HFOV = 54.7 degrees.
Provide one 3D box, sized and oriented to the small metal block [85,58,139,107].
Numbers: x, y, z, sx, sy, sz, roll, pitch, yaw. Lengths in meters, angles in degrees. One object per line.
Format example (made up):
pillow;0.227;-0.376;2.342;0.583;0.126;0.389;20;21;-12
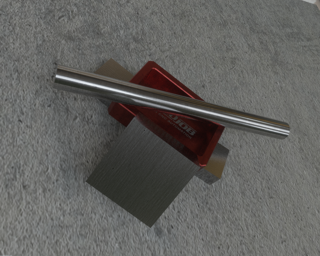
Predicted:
small metal block;-0.062;-0.057;0.407;0.050;0.025;0.050;38;51;-3

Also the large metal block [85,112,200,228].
large metal block;-0.016;0.041;0.326;0.080;0.080;0.050;37;9;-4

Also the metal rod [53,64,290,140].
metal rod;0.032;-0.024;0.368;0.302;0.025;0.025;12;57;-22

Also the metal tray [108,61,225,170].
metal tray;0.013;-0.015;0.387;0.130;0.030;0.090;37;51;-3

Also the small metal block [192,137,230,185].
small metal block;0.060;0.040;0.415;0.050;0.025;0.050;33;51;-7
